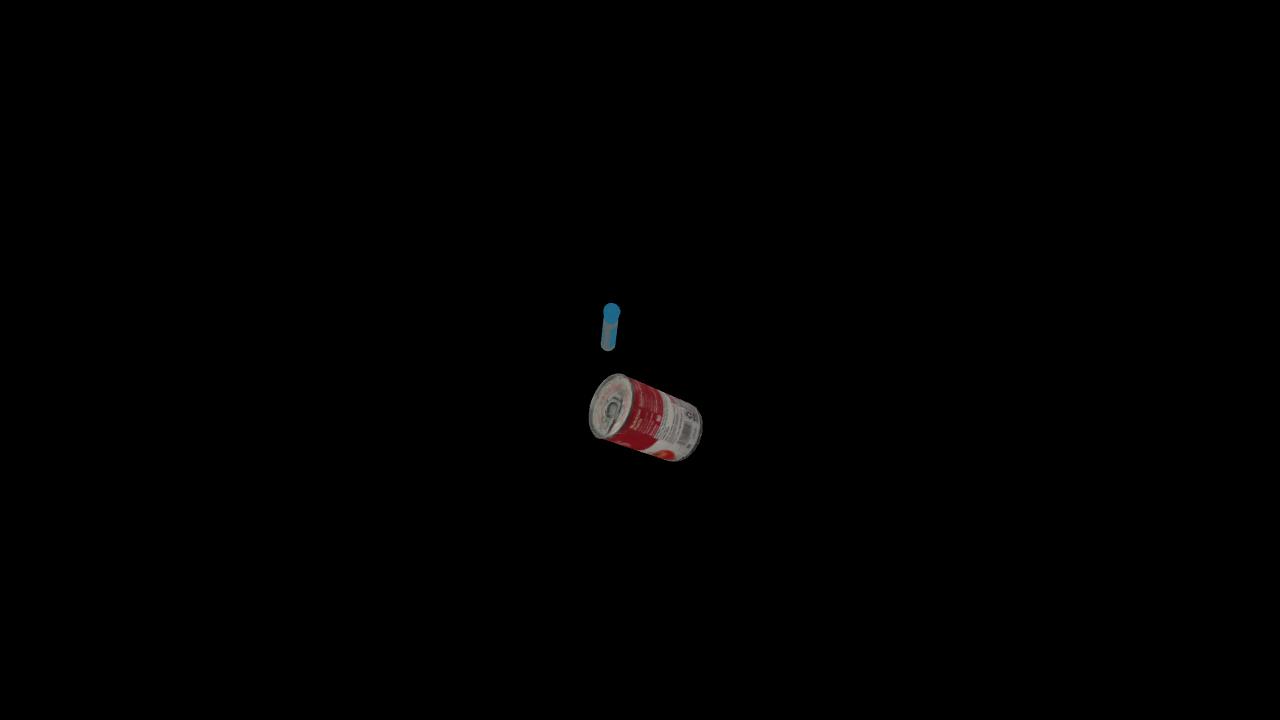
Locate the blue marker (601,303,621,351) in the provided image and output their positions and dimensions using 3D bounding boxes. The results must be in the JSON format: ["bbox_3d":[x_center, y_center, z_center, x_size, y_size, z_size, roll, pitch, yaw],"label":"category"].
[{"bbox_3d":[-0.035,-0.038,0.725,0.020,0.020,0.121,0,-17,-5],"label":"blue marker"}]

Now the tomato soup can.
[{"bbox_3d":[0.007,0.061,0.631,0.101,0.068,0.068,24,-15,-36],"label":"tomato soup can"}]
